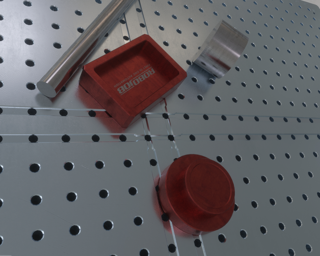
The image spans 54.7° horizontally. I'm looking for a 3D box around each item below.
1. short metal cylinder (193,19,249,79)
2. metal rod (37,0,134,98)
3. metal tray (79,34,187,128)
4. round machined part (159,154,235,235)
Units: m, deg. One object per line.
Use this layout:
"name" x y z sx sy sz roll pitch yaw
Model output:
"short metal cylinder" 0.097 -0.127 0.502 0.050 0.080 0.080 33 52 -7
"metal rod" -0.084 -0.153 0.455 0.025 0.025 0.301 31 52 -8
"metal tray" -0.033 -0.070 0.429 0.090 0.030 0.131 46 51 3
"round machined part" 0.051 0.076 0.378 0.099 0.042 0.098 14 56 -21
